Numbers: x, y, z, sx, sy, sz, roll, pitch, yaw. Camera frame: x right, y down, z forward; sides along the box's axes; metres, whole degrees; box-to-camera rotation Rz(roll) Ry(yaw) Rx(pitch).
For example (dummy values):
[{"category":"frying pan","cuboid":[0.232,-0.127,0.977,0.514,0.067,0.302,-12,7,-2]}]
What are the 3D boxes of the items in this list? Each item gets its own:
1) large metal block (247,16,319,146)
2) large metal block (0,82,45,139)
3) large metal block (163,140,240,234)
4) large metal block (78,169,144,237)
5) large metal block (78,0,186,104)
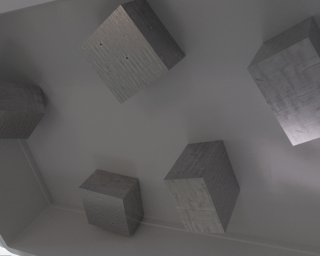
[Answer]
[{"category":"large metal block","cuboid":[0.128,-0.044,0.278,0.050,0.080,0.080,-26,104,37]},{"category":"large metal block","cuboid":[-0.233,-0.025,0.472,0.080,0.081,0.050,-40,60,39]},{"category":"large metal block","cuboid":[0.056,0.072,0.388,0.050,0.080,0.080,-10,114,32]},{"category":"large metal block","cuboid":[-0.077,0.121,0.509,0.080,0.050,0.079,8,122,24]},{"category":"large metal block","cuboid":[-0.032,-0.087,0.356,0.080,0.050,0.080,-30,102,37]}]
